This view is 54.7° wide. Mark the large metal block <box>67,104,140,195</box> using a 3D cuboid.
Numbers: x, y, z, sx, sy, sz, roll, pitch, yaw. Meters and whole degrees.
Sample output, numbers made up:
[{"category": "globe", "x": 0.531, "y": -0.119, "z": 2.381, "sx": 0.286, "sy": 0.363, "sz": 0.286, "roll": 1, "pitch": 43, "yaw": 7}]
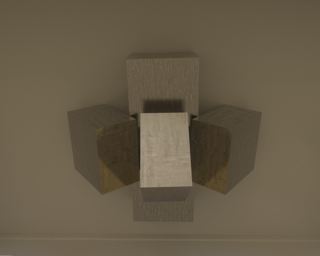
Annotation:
[{"category": "large metal block", "x": -0.070, "y": 0.022, "z": 0.380, "sx": 0.050, "sy": 0.080, "sz": 0.079, "roll": -16, "pitch": 115, "yaw": -33}]

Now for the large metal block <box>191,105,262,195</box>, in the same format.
[{"category": "large metal block", "x": 0.081, "y": 0.022, "z": 0.382, "sx": 0.050, "sy": 0.081, "sz": 0.079, "roll": 17, "pitch": 116, "yaw": 35}]

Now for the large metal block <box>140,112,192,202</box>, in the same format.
[{"category": "large metal block", "x": 0.005, "y": 0.036, "z": 0.351, "sx": 0.050, "sy": 0.080, "sz": 0.080, "roll": -1, "pitch": 66, "yaw": -1}]

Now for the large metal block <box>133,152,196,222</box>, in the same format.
[{"category": "large metal block", "x": 0.005, "y": 0.080, "z": 0.426, "sx": 0.081, "sy": 0.050, "sz": 0.079, "roll": 1, "pitch": 110, "yaw": -1}]

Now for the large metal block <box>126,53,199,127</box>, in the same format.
[{"category": "large metal block", "x": 0.004, "y": -0.048, "z": 0.376, "sx": 0.080, "sy": 0.050, "sz": 0.079, "roll": -1, "pitch": 110, "yaw": 0}]
